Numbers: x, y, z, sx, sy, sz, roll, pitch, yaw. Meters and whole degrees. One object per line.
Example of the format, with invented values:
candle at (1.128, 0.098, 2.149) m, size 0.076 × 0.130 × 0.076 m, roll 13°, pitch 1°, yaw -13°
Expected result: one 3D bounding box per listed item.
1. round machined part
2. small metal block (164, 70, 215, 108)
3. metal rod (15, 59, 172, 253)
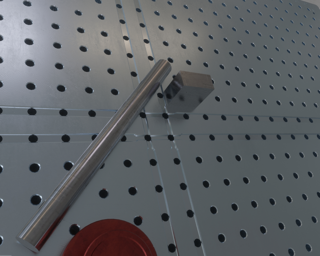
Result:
round machined part at (-0.044, 0.135, 0.291) m, size 0.099 × 0.042 × 0.098 m, roll 14°, pitch 56°, yaw -21°
small metal block at (0.042, -0.055, 0.448) m, size 0.050 × 0.050 × 0.025 m, roll 3°, pitch 61°, yaw -27°
metal rod at (-0.057, 0.006, 0.373) m, size 0.025 × 0.025 × 0.301 m, roll 36°, pitch 51°, yaw -5°
